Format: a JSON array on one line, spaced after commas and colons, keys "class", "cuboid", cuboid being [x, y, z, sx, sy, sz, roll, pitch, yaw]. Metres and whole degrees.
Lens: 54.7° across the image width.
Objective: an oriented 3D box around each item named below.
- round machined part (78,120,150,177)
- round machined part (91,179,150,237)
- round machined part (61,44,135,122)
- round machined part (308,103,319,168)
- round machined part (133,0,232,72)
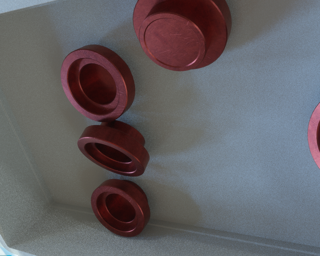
[{"class": "round machined part", "cuboid": [-0.060, 0.025, 0.429, 0.098, 0.042, 0.098, 17, 150, 11]}, {"class": "round machined part", "cuboid": [-0.059, 0.124, 0.502, 0.098, 0.042, 0.097, 11, 118, 22]}, {"class": "round machined part", "cuboid": [-0.075, -0.060, 0.400, 0.098, 0.042, 0.097, 13, 124, 21]}, {"class": "round machined part", "cuboid": [0.191, 0.008, 0.281, 0.098, 0.042, 0.097, 24, 118, 58]}, {"class": "round machined part", "cuboid": [0.018, -0.096, 0.309, 0.098, 0.042, 0.097, 16, 145, 12]}]
